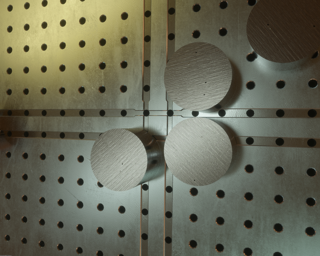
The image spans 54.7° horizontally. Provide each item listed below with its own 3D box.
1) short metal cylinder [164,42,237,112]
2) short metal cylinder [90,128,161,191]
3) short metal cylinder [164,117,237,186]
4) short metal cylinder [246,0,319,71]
[{"bbox_3d":[0.051,-0.060,0.381,0.080,0.050,0.079,0,90,20],"label":"short metal cylinder"},{"bbox_3d":[-0.045,0.040,0.415,0.080,0.050,0.079,0,90,20],"label":"short metal cylinder"},{"bbox_3d":[0.051,0.027,0.381,0.080,0.050,0.079,0,90,20],"label":"short metal cylinder"},{"bbox_3d":[0.141,-0.108,0.349,0.080,0.050,0.079,0,90,20],"label":"short metal cylinder"}]
